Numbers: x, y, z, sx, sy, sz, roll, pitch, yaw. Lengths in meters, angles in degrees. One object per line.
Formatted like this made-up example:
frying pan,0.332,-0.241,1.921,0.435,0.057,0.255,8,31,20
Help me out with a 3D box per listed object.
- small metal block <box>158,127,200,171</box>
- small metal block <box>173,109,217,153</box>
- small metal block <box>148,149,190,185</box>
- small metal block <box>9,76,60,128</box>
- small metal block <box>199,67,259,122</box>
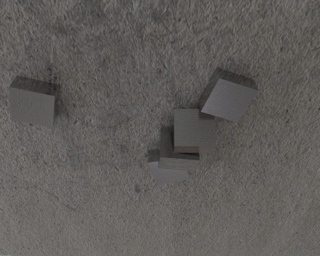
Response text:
small metal block,0.024,0.028,0.413,0.050,0.050,0.025,5,138,-5
small metal block,0.042,0.004,0.390,0.050,0.050,0.025,0,157,-1
small metal block,0.013,0.054,0.453,0.050,0.025,0.050,-12,129,9
small metal block,-0.153,-0.031,0.379,0.050,0.025,0.050,11,129,-10
small metal block,0.081,-0.039,0.374,0.050,0.025,0.050,15,128,-13
